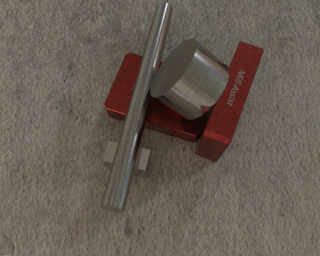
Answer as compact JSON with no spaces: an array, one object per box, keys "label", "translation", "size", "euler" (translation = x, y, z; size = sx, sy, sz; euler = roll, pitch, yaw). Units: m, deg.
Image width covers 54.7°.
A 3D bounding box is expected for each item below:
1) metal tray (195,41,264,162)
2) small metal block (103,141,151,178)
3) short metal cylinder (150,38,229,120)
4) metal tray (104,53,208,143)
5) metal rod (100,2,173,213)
[{"label":"metal tray","translation":[0.085,-0.030,0.387],"size":[0.030,0.090,0.130],"euler":[22,71,7]},{"label":"small metal block","translation":[-0.038,0.040,0.381],"size":[0.050,0.050,0.025],"euler":[12,71,4]},{"label":"short metal cylinder","translation":[0.033,-0.056,0.362],"size":[0.050,0.080,0.080],"euler":[33,70,-24]},{"label":"metal tray","translation":[0.002,-0.042,0.422],"size":[0.131,0.030,0.090],"euler":[17,71,6]},{"label":"metal rod","translation":[-0.021,-0.046,0.385],"size":[0.025,0.025,0.300],"euler":[10,61,3]}]
